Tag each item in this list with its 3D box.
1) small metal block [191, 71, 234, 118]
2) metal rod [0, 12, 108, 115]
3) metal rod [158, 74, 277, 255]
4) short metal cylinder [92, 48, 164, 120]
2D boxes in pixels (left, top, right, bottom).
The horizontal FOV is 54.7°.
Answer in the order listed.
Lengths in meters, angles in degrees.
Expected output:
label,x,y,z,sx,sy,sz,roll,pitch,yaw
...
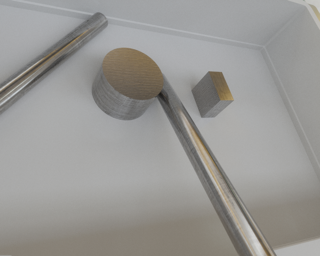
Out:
label,x,y,z,sx,sy,sz,roll,pitch,yaw
small metal block,0.077,-0.049,0.463,0.025,0.050,0.050,-3,63,-30
metal rod,-0.152,-0.061,0.361,0.025,0.025,0.301,37,51,-4
metal rod,0.037,0.018,0.336,0.025,0.025,0.300,8,33,-25
short metal cylinder,-0.042,-0.057,0.403,0.081,0.050,0.080,14,56,-21
